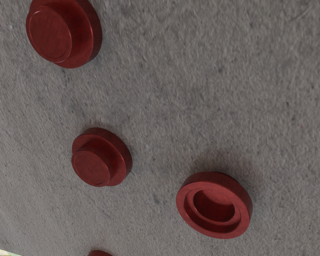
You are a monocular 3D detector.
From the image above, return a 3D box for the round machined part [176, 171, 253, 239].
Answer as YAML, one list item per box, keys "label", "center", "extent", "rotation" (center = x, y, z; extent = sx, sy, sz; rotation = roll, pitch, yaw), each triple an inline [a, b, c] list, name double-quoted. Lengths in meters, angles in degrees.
- label: "round machined part"
  center: [0.075, 0.098, 0.416]
  extent: [0.098, 0.042, 0.097]
  rotation: [13, 124, 20]

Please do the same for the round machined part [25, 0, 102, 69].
- label: "round machined part"
  center: [-0.125, -0.120, 0.386]
  extent: [0.098, 0.042, 0.097]
  rotation: [13, 124, 20]

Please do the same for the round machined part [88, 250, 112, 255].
- label: "round machined part"
  center: [-0.120, 0.307, 0.646]
  extent: [0.098, 0.042, 0.097]
  rotation: [13, 124, 20]

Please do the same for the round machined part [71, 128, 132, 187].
- label: "round machined part"
  center: [-0.096, 0.052, 0.476]
  extent: [0.098, 0.042, 0.097]
  rotation: [13, 124, 20]
